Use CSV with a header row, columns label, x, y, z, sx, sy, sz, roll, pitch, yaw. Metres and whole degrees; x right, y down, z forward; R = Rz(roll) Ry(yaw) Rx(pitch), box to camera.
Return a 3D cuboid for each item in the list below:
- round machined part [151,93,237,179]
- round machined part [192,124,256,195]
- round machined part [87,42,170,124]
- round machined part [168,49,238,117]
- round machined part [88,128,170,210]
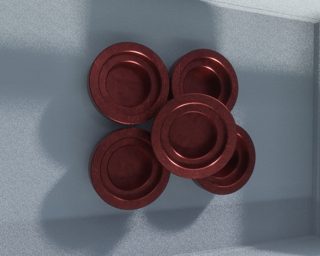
label,x,y,z,sx,sy,sz,roll,pitch,yaw
round machined part,0.038,0.008,0.370,0.099,0.042,0.097,0,95,-2
round machined part,0.079,0.040,0.431,0.099,0.042,0.097,0,90,-21
round machined part,-0.041,-0.053,0.385,0.099,0.042,0.097,0,90,-21
round machined part,0.053,-0.054,0.420,0.099,0.042,0.097,0,90,-21
round machined part,-0.040,0.048,0.386,0.099,0.042,0.097,0,90,-21
